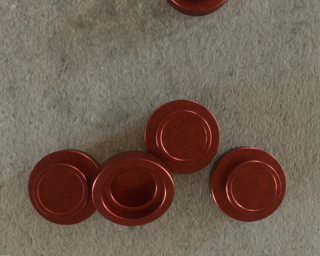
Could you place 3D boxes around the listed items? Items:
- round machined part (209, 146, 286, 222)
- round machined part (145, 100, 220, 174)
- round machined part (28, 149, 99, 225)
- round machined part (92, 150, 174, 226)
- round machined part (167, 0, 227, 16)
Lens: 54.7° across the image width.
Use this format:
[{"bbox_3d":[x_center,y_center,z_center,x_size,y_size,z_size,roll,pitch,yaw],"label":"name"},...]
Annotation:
[{"bbox_3d":[0.116,0.074,0.403,0.099,0.042,0.097,0,90,-1],"label":"round machined part"},{"bbox_3d":[0.029,0.012,0.402,0.099,0.042,0.097,0,90,-1],"label":"round machined part"},{"bbox_3d":[-0.122,0.077,0.400,0.099,0.042,0.097,0,90,-1],"label":"round machined part"},{"bbox_3d":[-0.034,0.071,0.390,0.099,0.042,0.097,-3,113,-6],"label":"round machined part"},{"bbox_3d":[0.050,-0.201,0.402,0.099,0.042,0.097,0,90,-1],"label":"round machined part"}]
